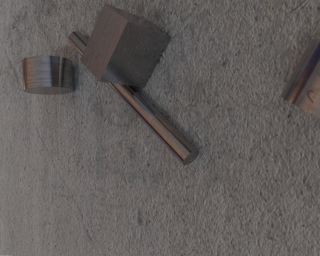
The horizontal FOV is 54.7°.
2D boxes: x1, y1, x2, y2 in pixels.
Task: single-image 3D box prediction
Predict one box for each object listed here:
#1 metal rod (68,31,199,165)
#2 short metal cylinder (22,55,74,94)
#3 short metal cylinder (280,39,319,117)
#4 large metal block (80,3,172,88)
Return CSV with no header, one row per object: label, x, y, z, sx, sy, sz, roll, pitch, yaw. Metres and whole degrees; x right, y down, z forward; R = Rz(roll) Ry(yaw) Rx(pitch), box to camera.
metal rod,-0.053,-0.058,0.448,0.300,0.025,0.025,46,118,30
short metal cylinder,-0.189,-0.088,0.525,0.080,0.081,0.050,-5,87,40
short metal cylinder,0.147,-0.031,0.248,0.080,0.081,0.050,36,112,34
large metal block,-0.044,-0.104,0.406,0.050,0.081,0.080,45,117,30
